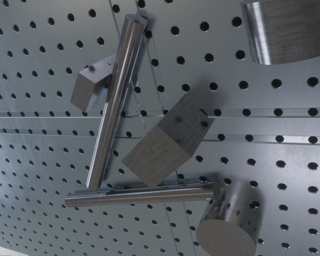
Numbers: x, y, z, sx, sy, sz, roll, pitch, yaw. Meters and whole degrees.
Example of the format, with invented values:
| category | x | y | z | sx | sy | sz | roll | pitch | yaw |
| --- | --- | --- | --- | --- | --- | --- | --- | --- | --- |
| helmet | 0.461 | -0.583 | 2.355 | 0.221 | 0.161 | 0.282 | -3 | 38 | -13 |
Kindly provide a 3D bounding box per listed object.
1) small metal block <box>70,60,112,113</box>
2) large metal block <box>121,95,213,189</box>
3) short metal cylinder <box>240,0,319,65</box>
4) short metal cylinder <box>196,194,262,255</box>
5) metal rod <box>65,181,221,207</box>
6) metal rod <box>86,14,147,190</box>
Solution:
| category | x | y | z | sx | sy | sz | roll | pitch | yaw |
| --- | --- | --- | --- | --- | --- | --- | --- | --- | --- |
| small metal block | -0.087 | -0.055 | 0.407 | 0.025 | 0.050 | 0.050 | 34 | 129 | 6 |
| large metal block | 0.010 | 0.017 | 0.381 | 0.050 | 0.080 | 0.080 | 43 | 129 | -2 |
| short metal cylinder | 0.113 | -0.091 | 0.260 | 0.080 | 0.080 | 0.050 | -6 | 116 | 31 |
| short metal cylinder | 0.096 | 0.140 | 0.431 | 0.080 | 0.050 | 0.079 | 13 | 124 | 21 |
| metal rod | -0.046 | 0.111 | 0.504 | 0.300 | 0.025 | 0.025 | -12 | 113 | 33 |
| metal rod | -0.070 | -0.013 | 0.439 | 0.025 | 0.025 | 0.298 | 29 | 128 | 10 |
